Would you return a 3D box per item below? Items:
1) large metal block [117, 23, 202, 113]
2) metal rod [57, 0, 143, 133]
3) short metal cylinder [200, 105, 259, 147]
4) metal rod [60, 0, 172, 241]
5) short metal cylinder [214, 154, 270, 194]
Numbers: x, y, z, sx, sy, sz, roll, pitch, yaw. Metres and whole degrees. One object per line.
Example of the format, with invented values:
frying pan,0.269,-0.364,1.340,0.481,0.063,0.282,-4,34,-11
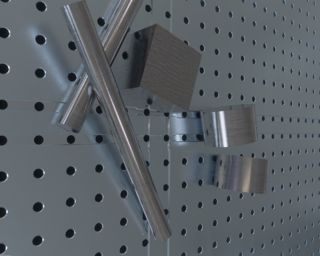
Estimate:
large metal block,0.000,-0.071,0.393,0.080,0.050,0.080,23,76,-38
metal rod,-0.044,-0.133,0.371,0.025,0.025,0.299,34,69,-35
short metal cylinder,0.102,-0.005,0.459,0.081,0.080,0.050,-14,99,-39
metal rod,-0.039,0.012,0.353,0.025,0.025,0.298,-36,119,-34
short metal cylinder,0.126,0.071,0.479,0.081,0.080,0.050,13,82,-39
